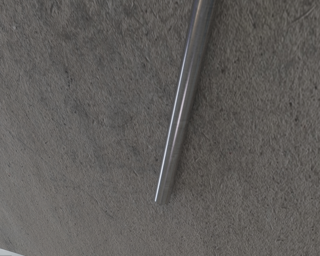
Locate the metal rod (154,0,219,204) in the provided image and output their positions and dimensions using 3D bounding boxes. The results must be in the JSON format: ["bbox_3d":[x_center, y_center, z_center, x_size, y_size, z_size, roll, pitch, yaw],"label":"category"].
[{"bbox_3d":[0.025,-0.013,0.385,0.025,0.025,0.298,21,127,15],"label":"metal rod"}]
